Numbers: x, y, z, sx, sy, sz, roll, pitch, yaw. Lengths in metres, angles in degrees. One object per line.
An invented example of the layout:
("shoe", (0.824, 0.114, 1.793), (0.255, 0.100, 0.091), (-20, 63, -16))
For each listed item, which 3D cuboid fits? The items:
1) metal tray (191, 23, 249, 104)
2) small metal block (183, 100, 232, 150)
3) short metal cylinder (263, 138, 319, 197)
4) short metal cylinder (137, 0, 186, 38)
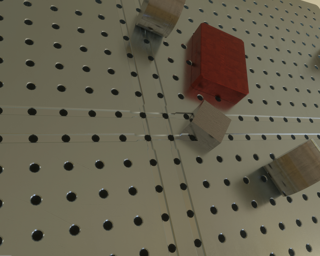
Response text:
("metal tray", (0.101, -0.112, 0.527), (0.091, 0.030, 0.130), (18, 55, -18))
("small metal block", (0.069, -0.005, 0.448), (0.050, 0.025, 0.050), (37, 51, -4))
("short metal cylinder", (0.197, 0.056, 0.444), (0.081, 0.080, 0.050), (-20, 73, -36))
("short metal cylinder", (0.001, -0.191, 0.490), (0.050, 0.080, 0.080), (20, 54, -17))
